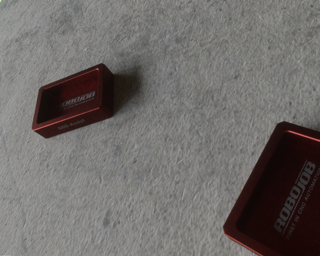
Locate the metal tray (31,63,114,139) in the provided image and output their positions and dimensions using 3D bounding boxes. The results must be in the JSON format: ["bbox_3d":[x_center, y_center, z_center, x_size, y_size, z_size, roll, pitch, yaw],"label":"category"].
[{"bbox_3d":[-0.138,-0.043,0.497,0.130,0.030,0.090,-17,55,18],"label":"metal tray"}]

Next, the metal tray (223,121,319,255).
[{"bbox_3d":[0.130,0.065,0.292,0.090,0.030,0.130,22,73,35],"label":"metal tray"}]
